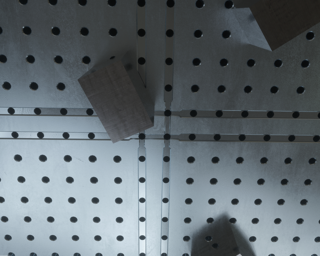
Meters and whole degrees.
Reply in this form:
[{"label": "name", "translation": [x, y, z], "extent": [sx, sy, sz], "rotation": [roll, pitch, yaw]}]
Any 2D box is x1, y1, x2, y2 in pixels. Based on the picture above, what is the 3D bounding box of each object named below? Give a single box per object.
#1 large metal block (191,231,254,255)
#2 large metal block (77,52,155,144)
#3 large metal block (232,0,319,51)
[{"label": "large metal block", "translation": [0.107, 0.223, 0.484], "extent": [0.080, 0.050, 0.080], "rotation": [-36, 107, 12]}, {"label": "large metal block", "translation": [-0.047, -0.040, 0.369], "extent": [0.050, 0.080, 0.080], "rotation": [-23, 109, 8]}, {"label": "large metal block", "translation": [0.134, -0.132, 0.338], "extent": [0.080, 0.080, 0.050], "rotation": [-32, 107, 10]}]
